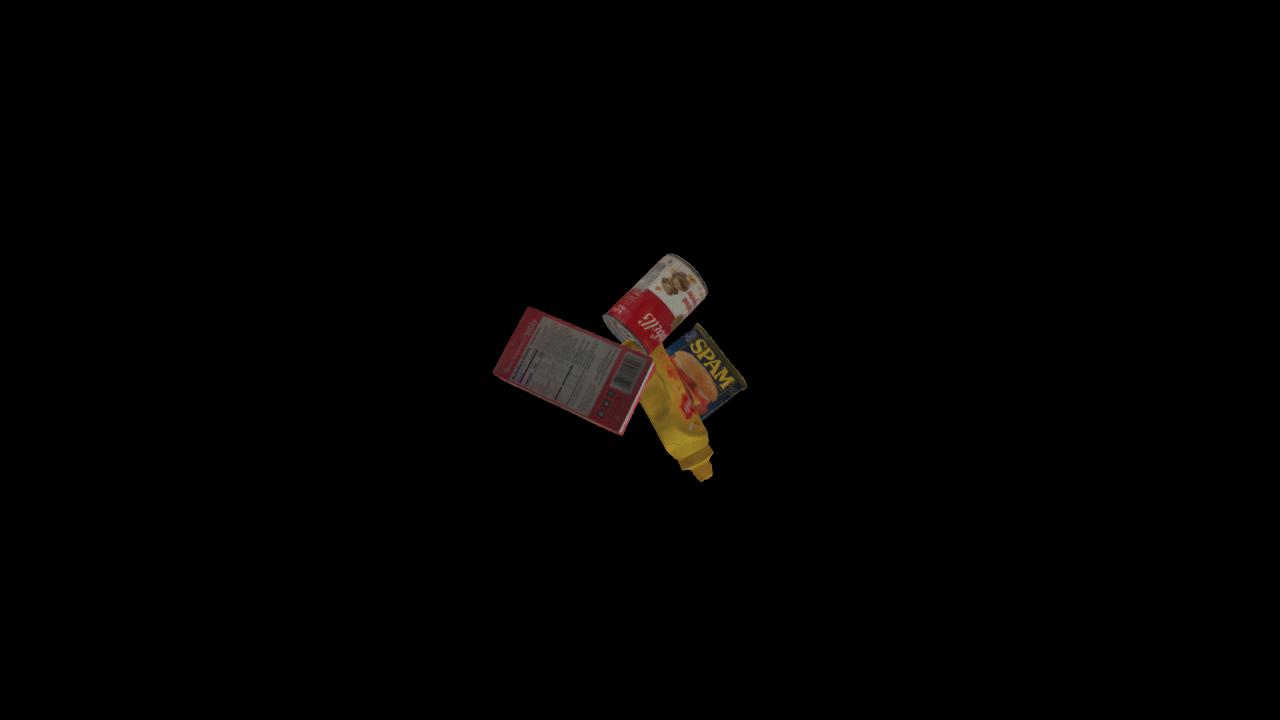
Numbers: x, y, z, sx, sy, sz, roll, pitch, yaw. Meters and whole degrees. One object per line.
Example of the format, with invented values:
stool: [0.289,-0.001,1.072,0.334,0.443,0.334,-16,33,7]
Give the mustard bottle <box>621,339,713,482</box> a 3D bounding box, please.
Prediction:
mustard bottle: [0.035,0.058,0.720,0.054,0.184,0.092,-28,-4,12]

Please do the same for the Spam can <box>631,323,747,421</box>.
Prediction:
Spam can: [0.067,0.020,0.763,0.085,0.101,0.058,-37,-10,-4]

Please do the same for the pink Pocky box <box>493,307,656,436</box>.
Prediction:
pink Pocky box: [-0.069,0.010,0.643,0.155,0.084,0.029,23,-12,16]

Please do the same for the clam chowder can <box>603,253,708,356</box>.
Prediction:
clam chowder can: [0.018,-0.060,0.678,0.068,0.102,0.068,42,-11,10]
